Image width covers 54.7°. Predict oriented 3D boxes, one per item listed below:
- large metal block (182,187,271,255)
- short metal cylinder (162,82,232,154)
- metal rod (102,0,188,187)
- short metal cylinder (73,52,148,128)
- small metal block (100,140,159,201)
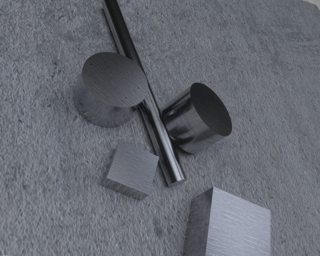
[{"bbox_3d":[0.077,0.125,0.355,0.080,0.050,0.080,25,53,-14],"label":"large metal block"},{"bbox_3d":[0.050,-0.013,0.409,0.080,0.050,0.080,30,41,-31],"label":"short metal cylinder"},{"bbox_3d":[-0.028,-0.064,0.428,0.025,0.025,0.299,-7,66,-32],"label":"metal rod"},{"bbox_3d":[-0.062,-0.047,0.384,0.081,0.050,0.080,14,56,-21],"label":"short metal cylinder"},{"bbox_3d":[-0.034,0.049,0.357,0.050,0.025,0.050,25,53,-13],"label":"small metal block"}]
